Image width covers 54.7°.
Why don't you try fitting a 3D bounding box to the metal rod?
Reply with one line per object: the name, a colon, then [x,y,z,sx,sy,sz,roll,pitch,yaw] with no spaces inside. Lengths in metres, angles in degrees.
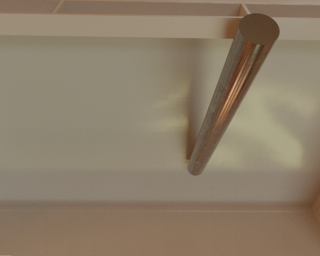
metal rod: [0.057,-0.001,0.326,0.025,0.025,0.299,1,156,-1]
